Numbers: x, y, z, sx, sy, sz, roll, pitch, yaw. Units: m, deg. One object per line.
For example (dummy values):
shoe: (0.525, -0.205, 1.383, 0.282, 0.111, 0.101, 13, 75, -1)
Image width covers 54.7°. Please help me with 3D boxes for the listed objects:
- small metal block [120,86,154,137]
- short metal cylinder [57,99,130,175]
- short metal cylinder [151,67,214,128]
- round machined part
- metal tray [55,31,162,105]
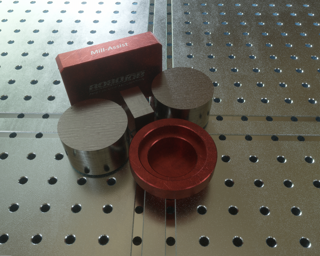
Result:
small metal block: (-0.029, -0.017, 0.400, 0.025, 0.050, 0.050, -20, 53, -16)
short metal cylinder: (-0.078, 0.010, 0.377, 0.081, 0.050, 0.080, 0, 50, 0)
short metal cylinder: (0.029, -0.037, 0.418, 0.081, 0.050, 0.080, 0, 50, 0)
round machined part: (0.014, 0.039, 0.359, 0.099, 0.042, 0.098, 0, 50, 0)
metal tray: (-0.062, -0.070, 0.418, 0.131, 0.090, 0.030, -19, 53, -15)
